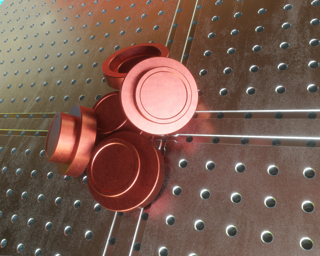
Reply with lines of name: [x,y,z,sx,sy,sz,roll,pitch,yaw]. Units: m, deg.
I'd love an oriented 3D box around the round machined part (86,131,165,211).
round machined part: [-0.047,0.050,0.374,0.098,0.042,0.098,-6,71,20]

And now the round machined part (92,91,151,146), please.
round machined part: [-0.059,-0.013,0.433,0.098,0.042,0.098,-13,56,20]

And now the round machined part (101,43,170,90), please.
round machined part: [-0.031,-0.082,0.447,0.098,0.042,0.098,-10,38,8]

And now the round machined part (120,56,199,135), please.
round machined part: [0.001,-0.040,0.382,0.098,0.098,0.042,-47,10,-5]

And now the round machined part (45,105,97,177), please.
round machined part: [-0.125,0.015,0.421,0.098,0.042,0.098,-29,54,50]
